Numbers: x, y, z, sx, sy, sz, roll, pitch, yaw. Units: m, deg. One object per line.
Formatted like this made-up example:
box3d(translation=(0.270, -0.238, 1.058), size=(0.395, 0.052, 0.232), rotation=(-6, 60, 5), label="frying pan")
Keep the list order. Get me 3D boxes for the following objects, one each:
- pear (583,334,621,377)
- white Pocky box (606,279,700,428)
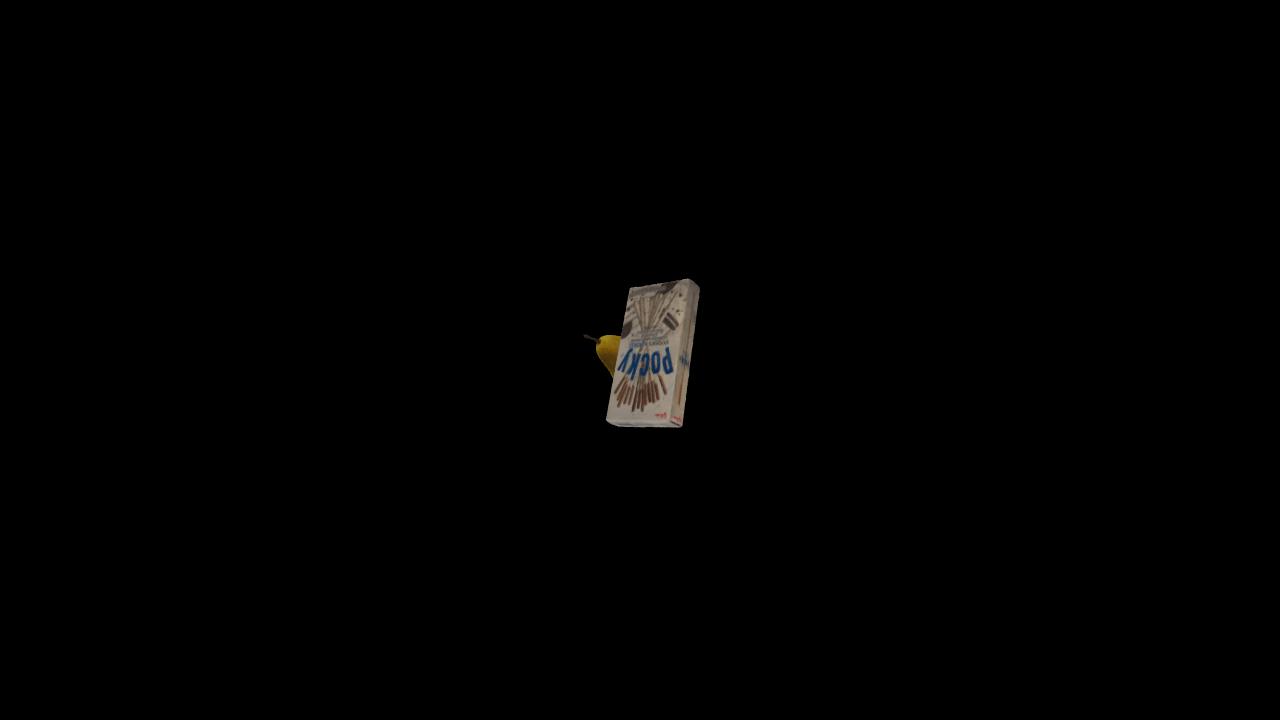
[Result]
box3d(translation=(-0.017, -0.004, 0.735), size=(0.080, 0.080, 0.111), rotation=(0, -22, 42), label="pear")
box3d(translation=(0.015, -0.007, 0.644), size=(0.084, 0.154, 0.028), rotation=(-4, -21, 37), label="white Pocky box")
